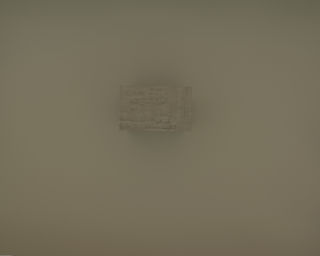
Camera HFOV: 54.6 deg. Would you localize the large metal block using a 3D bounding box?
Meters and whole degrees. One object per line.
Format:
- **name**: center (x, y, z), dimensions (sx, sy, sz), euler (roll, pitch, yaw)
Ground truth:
- **large metal block**: center (-0.005, -0.022, 0.382), dimensions (0.080, 0.080, 0.050), euler (1, 90, 0)
